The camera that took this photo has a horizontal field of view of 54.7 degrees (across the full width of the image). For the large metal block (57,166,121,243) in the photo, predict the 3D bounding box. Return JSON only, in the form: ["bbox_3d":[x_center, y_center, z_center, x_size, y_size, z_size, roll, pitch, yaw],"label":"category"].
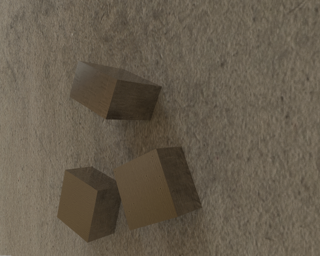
[{"bbox_3d":[-0.108,0.113,0.475,0.080,0.050,0.079,21,103,37],"label":"large metal block"}]

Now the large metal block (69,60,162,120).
[{"bbox_3d":[-0.059,-0.049,0.416,0.080,0.081,0.050,30,109,36],"label":"large metal block"}]

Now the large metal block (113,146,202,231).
[{"bbox_3d":[-0.005,0.076,0.391,0.080,0.050,0.080,-28,73,36],"label":"large metal block"}]
